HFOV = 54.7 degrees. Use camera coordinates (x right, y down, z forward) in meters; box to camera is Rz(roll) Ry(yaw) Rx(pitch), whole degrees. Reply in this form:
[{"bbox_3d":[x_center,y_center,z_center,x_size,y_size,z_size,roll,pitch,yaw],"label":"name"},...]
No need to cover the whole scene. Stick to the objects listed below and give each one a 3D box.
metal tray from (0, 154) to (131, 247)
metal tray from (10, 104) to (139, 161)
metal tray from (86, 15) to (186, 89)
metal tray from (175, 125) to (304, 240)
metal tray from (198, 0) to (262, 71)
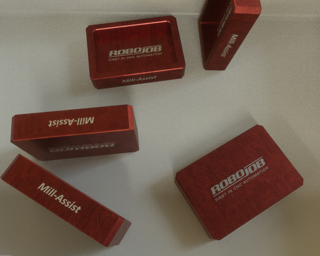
[{"bbox_3d":[-0.098,0.083,0.344,0.130,0.090,0.030,29,73,10],"label":"metal tray"},{"bbox_3d":[-0.094,0.009,0.371,0.131,0.090,0.030,-6,70,-2],"label":"metal tray"},{"bbox_3d":[-0.035,-0.110,0.446,0.131,0.030,0.090,-8,70,-3],"label":"metal tray"},{"bbox_3d":[0.095,0.065,0.384,0.131,0.030,0.090,-29,73,-10],"label":"metal tray"},{"bbox_3d":[0.085,-0.145,0.406,0.030,0.130,0.090,-1,70,-8],"label":"metal tray"}]
